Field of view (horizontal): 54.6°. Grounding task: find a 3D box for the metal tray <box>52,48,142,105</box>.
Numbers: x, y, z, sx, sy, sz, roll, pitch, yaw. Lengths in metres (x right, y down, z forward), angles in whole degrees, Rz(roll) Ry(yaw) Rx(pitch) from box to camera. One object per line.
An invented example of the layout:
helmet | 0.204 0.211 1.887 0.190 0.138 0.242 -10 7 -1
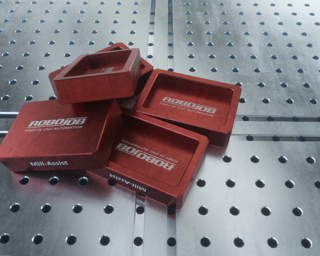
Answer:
metal tray | -0.075 -0.073 0.410 0.090 0.030 0.130 -6 26 5

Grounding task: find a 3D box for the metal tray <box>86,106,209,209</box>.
metal tray | -0.017 0.031 0.377 0.130 0.030 0.090 20 53 16

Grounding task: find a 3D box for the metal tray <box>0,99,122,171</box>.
metal tray | -0.120 0.005 0.377 0.130 0.030 0.090 -4 49 15

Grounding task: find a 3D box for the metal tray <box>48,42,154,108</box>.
metal tray | -0.085 -0.074 0.465 0.131 0.030 0.090 -32 56 -24

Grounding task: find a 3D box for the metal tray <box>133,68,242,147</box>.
metal tray | 0.039 -0.032 0.430 0.130 0.030 0.090 14 52 11
